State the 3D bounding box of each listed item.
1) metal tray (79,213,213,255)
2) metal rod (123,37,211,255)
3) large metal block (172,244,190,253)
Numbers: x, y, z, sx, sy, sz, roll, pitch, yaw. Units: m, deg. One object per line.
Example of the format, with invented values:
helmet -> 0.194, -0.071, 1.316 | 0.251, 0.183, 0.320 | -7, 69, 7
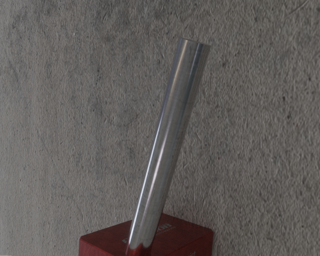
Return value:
metal tray -> -0.012, 0.133, 0.346 | 0.090, 0.131, 0.030 | 6, 94, 40
metal rod -> -0.009, 0.071, 0.283 | 0.025, 0.025, 0.298 | 29, 114, 36
large metal block -> -0.005, 0.166, 0.362 | 0.080, 0.081, 0.050 | -16, 81, 40
